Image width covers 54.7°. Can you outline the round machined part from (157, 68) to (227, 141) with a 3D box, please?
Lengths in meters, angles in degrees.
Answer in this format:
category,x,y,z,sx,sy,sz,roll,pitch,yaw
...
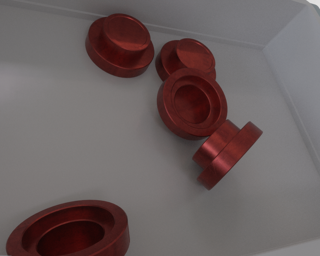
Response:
category,x,y,z,sx,sy,sz,roll,pitch,yaw
round machined part,0.040,-0.030,0.426,0.099,0.042,0.098,8,70,-23

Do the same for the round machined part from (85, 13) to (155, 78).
category,x,y,z,sx,sy,sz,roll,pitch,yaw
round machined part,-0.052,-0.123,0.442,0.099,0.042,0.098,14,56,-21

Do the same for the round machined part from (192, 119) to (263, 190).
category,x,y,z,sx,sy,sz,roll,pitch,yaw
round machined part,0.078,0.027,0.385,0.042,0.097,0.099,43,50,12

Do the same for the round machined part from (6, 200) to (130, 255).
category,x,y,z,sx,sy,sz,roll,pitch,yaw
round machined part,-0.075,0.104,0.267,0.099,0.098,0.042,-14,107,-34

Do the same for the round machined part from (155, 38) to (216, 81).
category,x,y,z,sx,sy,sz,roll,pitch,yaw
round machined part,0.046,-0.100,0.480,0.099,0.042,0.098,14,56,-21
